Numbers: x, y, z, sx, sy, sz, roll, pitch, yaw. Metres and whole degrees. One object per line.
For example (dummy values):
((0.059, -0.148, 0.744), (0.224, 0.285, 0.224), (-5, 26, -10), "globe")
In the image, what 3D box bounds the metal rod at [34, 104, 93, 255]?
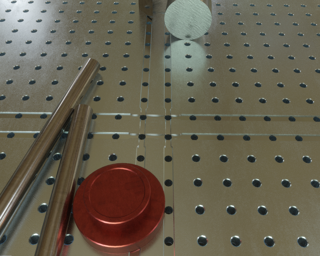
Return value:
((-0.108, 0.090, 0.330), (0.025, 0.025, 0.300), (1, 50, 0), "metal rod")

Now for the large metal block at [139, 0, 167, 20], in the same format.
((0.005, -0.268, 0.598), (0.081, 0.080, 0.050), (-28, 56, -22), "large metal block")

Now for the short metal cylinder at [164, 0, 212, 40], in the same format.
((0.050, -0.203, 0.544), (0.080, 0.080, 0.050), (5, 50, 3), "short metal cylinder")

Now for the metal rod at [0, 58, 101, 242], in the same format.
((-0.142, 0.011, 0.396), (0.025, 0.025, 0.300), (11, 51, 8), "metal rod")

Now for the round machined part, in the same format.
((-0.044, 0.078, 0.331), (0.099, 0.042, 0.098), (0, 50, 0), "round machined part")
